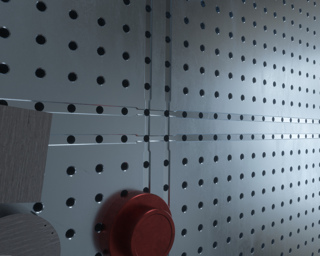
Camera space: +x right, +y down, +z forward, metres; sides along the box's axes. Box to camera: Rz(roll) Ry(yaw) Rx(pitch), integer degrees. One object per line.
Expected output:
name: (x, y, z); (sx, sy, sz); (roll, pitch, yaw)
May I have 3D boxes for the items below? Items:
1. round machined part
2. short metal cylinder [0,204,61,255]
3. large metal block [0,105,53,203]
round machined part: (-0.020, 0.130, 0.382); (0.099, 0.042, 0.097); (0, 90, -40)
short metal cylinder: (-0.138, 0.112, 0.277); (0.081, 0.050, 0.080); (0, 90, -40)
large metal block: (-0.148, 0.021, 0.269); (0.081, 0.050, 0.080); (10, 84, -40)
